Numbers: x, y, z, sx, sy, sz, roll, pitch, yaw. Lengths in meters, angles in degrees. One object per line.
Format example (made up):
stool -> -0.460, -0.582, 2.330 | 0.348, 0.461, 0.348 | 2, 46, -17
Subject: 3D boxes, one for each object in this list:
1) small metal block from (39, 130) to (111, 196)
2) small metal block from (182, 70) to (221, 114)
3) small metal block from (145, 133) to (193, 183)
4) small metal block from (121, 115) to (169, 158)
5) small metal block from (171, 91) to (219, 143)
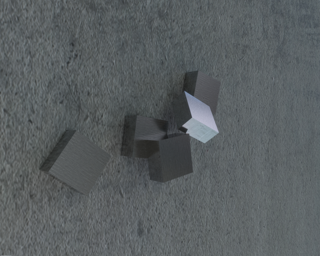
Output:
small metal block -> -0.089, 0.037, 0.330 | 0.050, 0.025, 0.050 | 43, 64, -32
small metal block -> 0.060, -0.051, 0.454 | 0.050, 0.025, 0.050 | 18, 78, -39
small metal block -> 0.012, 0.035, 0.382 | 0.050, 0.025, 0.050 | -11, 98, -40
small metal block -> -0.019, 0.013, 0.389 | 0.050, 0.025, 0.050 | 10, 84, -39
small metal block -> 0.046, -0.014, 0.408 | 0.050, 0.025, 0.050 | 27, 36, -34
